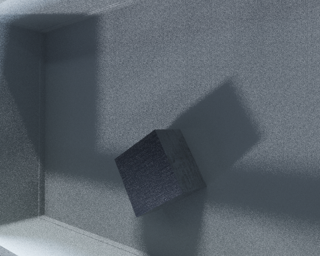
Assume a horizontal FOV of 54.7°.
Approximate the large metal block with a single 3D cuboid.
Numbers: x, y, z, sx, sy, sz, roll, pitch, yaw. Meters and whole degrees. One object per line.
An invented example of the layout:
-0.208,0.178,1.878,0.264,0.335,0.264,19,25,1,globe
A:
-0.001,0.056,0.390,0.080,0.050,0.080,-36,68,33,large metal block
